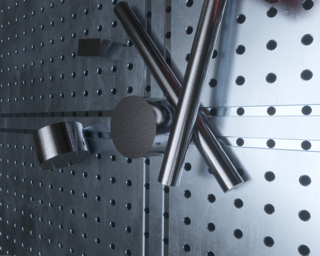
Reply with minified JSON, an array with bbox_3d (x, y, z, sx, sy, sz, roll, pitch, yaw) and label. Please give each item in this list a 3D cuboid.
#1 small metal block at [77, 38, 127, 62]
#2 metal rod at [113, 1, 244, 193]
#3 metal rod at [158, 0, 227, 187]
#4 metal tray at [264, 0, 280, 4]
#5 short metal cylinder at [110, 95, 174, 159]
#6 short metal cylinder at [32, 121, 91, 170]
[{"bbox_3d":[-0.086,-0.115,0.461,0.050,0.050,0.025,12,98,39],"label":"small metal block"},{"bbox_3d":[0.013,-0.055,0.396,0.025,0.025,0.299,-44,64,31],"label":"metal rod"},{"bbox_3d":[0.046,-0.081,0.347,0.025,0.025,0.298,17,94,38],"label":"metal rod"},{"bbox_3d":[0.093,-0.190,0.307,0.090,0.030,0.130,-46,60,3],"label":"metal tray"},{"bbox_3d":[-0.019,-0.001,0.407,0.080,0.050,0.079,0,90,39],"label":"short metal cylinder"},{"bbox_3d":[-0.158,0.029,0.501,0.080,0.081,0.050,-32,70,35],"label":"short metal cylinder"}]
